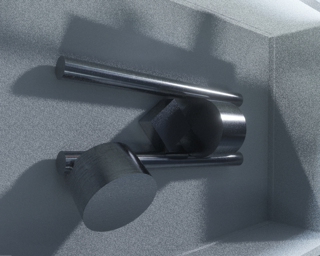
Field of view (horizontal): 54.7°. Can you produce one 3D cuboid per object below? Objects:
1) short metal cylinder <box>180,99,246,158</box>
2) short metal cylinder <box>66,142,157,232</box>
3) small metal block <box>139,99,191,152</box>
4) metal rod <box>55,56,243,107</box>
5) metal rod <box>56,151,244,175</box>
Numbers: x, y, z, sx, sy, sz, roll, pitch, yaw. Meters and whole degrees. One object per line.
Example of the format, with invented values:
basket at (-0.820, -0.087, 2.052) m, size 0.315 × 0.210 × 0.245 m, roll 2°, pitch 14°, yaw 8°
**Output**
short metal cylinder at (0.071, 0.001, 0.431) m, size 0.050 × 0.080 × 0.079 m, roll 2°, pitch 89°, yaw -40°
short metal cylinder at (-0.051, 0.061, 0.325) m, size 0.081 × 0.050 × 0.079 m, roll -21°, pitch 135°, yaw -23°
small metal block at (0.007, -0.004, 0.413) m, size 0.050 × 0.025 × 0.050 m, roll -45°, pitch 118°, yaw -31°
metal rod at (0.012, -0.054, 0.416) m, size 0.302 × 0.025 × 0.025 m, roll 4°, pitch 88°, yaw -40°
metal rod at (0.013, 0.044, 0.417) m, size 0.302 × 0.025 × 0.025 m, roll 4°, pitch 88°, yaw -40°
